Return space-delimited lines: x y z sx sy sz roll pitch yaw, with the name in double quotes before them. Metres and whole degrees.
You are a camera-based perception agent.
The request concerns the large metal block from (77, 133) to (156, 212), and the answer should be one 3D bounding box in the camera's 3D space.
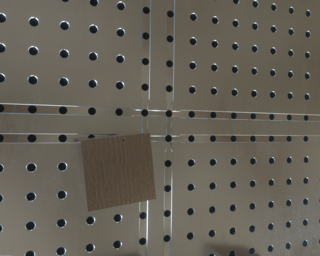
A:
"large metal block" -0.054 0.049 0.379 0.081 0.050 0.080 -6 92 -20
